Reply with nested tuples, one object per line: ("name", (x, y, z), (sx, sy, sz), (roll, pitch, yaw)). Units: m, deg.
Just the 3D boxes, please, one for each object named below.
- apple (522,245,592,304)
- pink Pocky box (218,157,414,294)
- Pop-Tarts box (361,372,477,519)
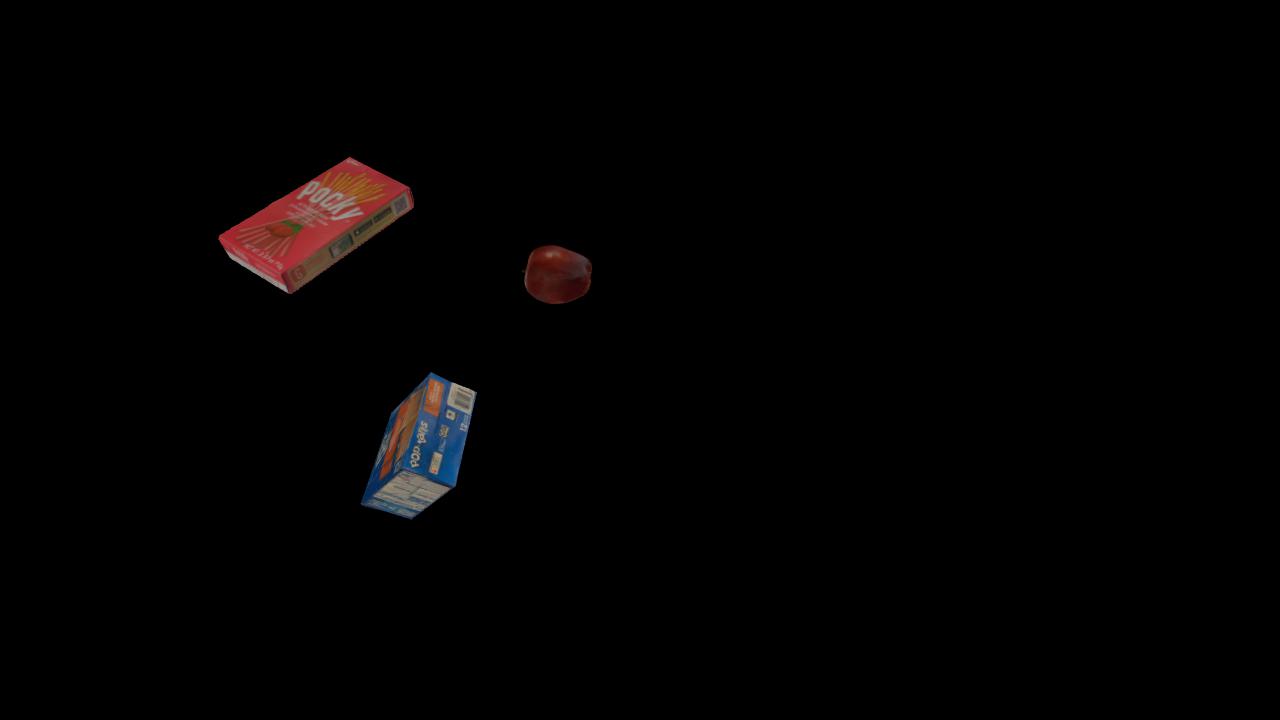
("apple", (-0.113, -0.115, 0.831), (0.093, 0.079, 0.079), (8, 0, -1))
("pink Pocky box", (-0.302, -0.133, 0.585), (0.084, 0.155, 0.029), (29, -35, 16))
("Pop-Tarts box", (-0.328, 0.129, 0.919), (0.083, 0.167, 0.141), (30, -48, -29))
